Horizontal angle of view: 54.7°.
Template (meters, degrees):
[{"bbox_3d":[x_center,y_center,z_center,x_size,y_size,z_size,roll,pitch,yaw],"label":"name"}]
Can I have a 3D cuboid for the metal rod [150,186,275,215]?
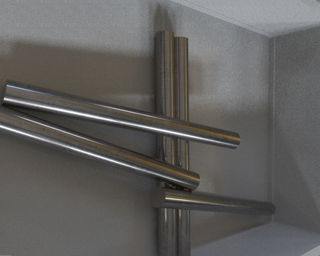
[{"bbox_3d":[0.100,0.115,0.469,0.302,0.025,0.025,19,78,-44],"label":"metal rod"}]

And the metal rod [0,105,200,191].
[{"bbox_3d":[-0.073,0.022,0.328,0.302,0.025,0.025,23,76,-32],"label":"metal rod"}]

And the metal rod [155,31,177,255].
[{"bbox_3d":[0.008,0.024,0.412,0.025,0.025,0.298,-2,91,-40],"label":"metal rod"}]

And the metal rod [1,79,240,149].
[{"bbox_3d":[-0.018,-0.007,0.366,0.302,0.025,0.025,12,83,-32],"label":"metal rod"}]

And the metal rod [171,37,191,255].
[{"bbox_3d":[0.028,0.027,0.428,0.025,0.025,0.298,-1,91,-40],"label":"metal rod"}]
